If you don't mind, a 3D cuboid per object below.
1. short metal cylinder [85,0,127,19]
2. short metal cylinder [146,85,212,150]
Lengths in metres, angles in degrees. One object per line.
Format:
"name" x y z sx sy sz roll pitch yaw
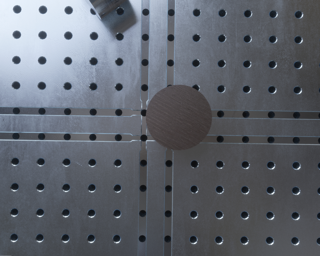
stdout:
"short metal cylinder" -0.078 -0.184 0.385 0.050 0.080 0.080 -37 90 0
"short metal cylinder" 0.023 -0.013 0.401 0.081 0.050 0.079 0 90 0
